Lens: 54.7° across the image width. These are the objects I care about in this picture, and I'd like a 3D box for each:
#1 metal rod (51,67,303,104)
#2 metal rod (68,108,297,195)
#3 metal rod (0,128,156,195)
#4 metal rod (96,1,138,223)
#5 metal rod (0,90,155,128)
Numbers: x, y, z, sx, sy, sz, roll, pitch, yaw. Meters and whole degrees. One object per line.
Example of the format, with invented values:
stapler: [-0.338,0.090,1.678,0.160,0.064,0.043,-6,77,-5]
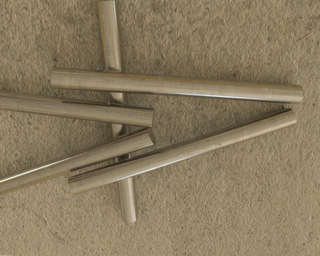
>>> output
metal rod: [0.027,-0.050,0.375,0.302,0.025,0.025,3,110,-8]
metal rod: [0.030,0.030,0.406,0.302,0.025,0.025,-18,110,-1]
metal rod: [-0.149,0.057,0.415,0.301,0.025,0.025,-19,109,12]
metal rod: [-0.053,-0.006,0.408,0.025,0.025,0.298,-3,110,1]
metal rod: [-0.158,-0.030,0.383,0.302,0.025,0.025,7,110,3]
